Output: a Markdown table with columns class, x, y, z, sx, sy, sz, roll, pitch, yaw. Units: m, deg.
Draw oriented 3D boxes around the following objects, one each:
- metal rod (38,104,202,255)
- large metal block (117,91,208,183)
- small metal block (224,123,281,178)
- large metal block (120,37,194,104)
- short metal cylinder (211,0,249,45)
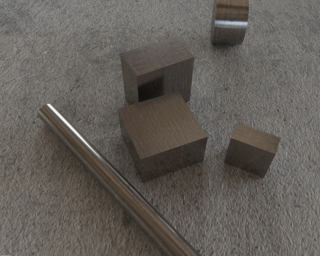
| class | x | y | z | sx | sy | sz | roll | pitch | yaw |
| --- | --- | --- | --- | --- | --- | --- | --- | --- | --- |
| metal rod | -0.051 | 0.062 | 0.350 | 0.025 | 0.025 | 0.300 | -35 | 59 | -26 |
| large metal block | 0.001 | 0.009 | 0.380 | 0.081 | 0.050 | 0.080 | -18 | 52 | -15 |
| small metal block | 0.107 | 0.027 | 0.365 | 0.050 | 0.050 | 0.025 | 21 | 53 | 16 |
| large metal block | -0.004 | -0.067 | 0.424 | 0.081 | 0.080 | 0.050 | -22 | 54 | -18 |
| short metal cylinder | 0.115 | -0.183 | 0.522 | 0.050 | 0.080 | 0.080 | 4 | 50 | 4 |
